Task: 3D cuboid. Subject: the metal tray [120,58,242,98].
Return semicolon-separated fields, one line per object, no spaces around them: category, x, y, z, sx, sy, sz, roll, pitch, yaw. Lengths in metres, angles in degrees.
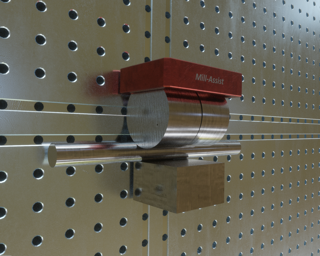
metal tray;0.028;-0.056;0.386;0.131;0.090;0.030;1;89;-40

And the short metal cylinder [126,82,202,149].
short metal cylinder;0.003;-0.016;0.373;0.050;0.080;0.079;1;90;-40

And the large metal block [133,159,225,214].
large metal block;0.023;0.067;0.388;0.081;0.080;0.050;1;90;-40

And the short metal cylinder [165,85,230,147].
short metal cylinder;0.043;-0.015;0.406;0.050;0.080;0.080;2;89;-40

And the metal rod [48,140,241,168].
metal rod;0.007;0.030;0.410;0.302;0.025;0.025;1;90;-40
